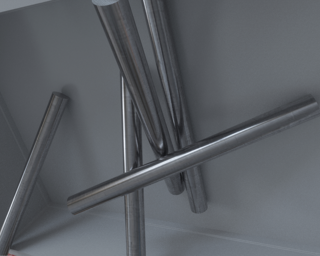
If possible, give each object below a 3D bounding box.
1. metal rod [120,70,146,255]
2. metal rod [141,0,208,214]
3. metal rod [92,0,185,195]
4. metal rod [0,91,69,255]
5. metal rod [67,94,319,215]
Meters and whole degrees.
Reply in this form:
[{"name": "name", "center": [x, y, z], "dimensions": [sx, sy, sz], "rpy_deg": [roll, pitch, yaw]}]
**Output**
[{"name": "metal rod", "center": [-0.033, 0.077, 0.395], "dimensions": [0.025, 0.025, 0.298], "rpy_deg": [0, 94, 28]}, {"name": "metal rod", "center": [0.023, -0.015, 0.385], "dimensions": [0.025, 0.025, 0.298], "rpy_deg": [0, 119, 28]}, {"name": "metal rod", "center": [-0.006, -0.004, 0.335], "dimensions": [0.025, 0.025, 0.299], "rpy_deg": [11, 146, 22]}, {"name": "metal rod", "center": [-0.209, 0.082, 0.491], "dimensions": [0.025, 0.025, 0.298], "rpy_deg": [28, 104, 10]}, {"name": "metal rod", "center": [0.024, 0.037, 0.350], "dimensions": [0.300, 0.025, 0.025], "rpy_deg": [-24, 106, 14]}]
